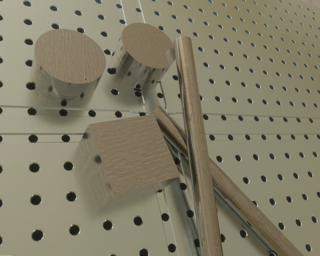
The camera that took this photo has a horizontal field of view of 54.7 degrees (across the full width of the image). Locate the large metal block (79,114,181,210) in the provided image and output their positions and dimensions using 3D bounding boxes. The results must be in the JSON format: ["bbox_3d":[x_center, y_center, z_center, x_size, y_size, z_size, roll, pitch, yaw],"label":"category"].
[{"bbox_3d":[-0.036,0.036,0.351,0.081,0.050,0.080,-10,67,-33],"label":"large metal block"}]

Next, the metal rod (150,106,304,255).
[{"bbox_3d":[0.094,0.087,0.405,0.300,0.025,0.025,46,51,4],"label":"metal rod"}]

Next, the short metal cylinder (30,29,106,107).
[{"bbox_3d":[-0.112,-0.072,0.376,0.081,0.050,0.080,14,56,-21],"label":"short metal cylinder"}]

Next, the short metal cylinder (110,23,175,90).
[{"bbox_3d":[-0.024,-0.102,0.441,0.081,0.050,0.080,14,56,-21],"label":"short metal cylinder"}]

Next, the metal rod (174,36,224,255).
[{"bbox_3d":[0.046,0.021,0.387,0.025,0.025,0.299,3,70,-27],"label":"metal rod"}]
